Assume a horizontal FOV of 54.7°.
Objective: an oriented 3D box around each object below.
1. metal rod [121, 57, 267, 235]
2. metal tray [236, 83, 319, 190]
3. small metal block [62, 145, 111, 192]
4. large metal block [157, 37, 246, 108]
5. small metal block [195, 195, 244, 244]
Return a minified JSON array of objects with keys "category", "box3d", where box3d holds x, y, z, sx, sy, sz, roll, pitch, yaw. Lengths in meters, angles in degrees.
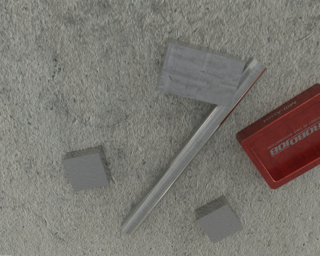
[{"category":"metal rod","box3d":[0.037,0.035,0.423,0.025,0.025,0.299,33,106,-12]},{"category":"metal tray","box3d":[0.182,0.013,0.414,0.130,0.030,0.090,-34,107,11]},{"category":"small metal block","box3d":[-0.100,0.056,0.429,0.050,0.025,0.050,-12,110,4]},{"category":"large metal block","box3d":[0.042,-0.067,0.356,0.081,0.080,0.050,13,110,-5]},{"category":"small metal block","box3d":[0.087,0.136,0.461,0.050,0.025,0.050,-32,108,10]}]
